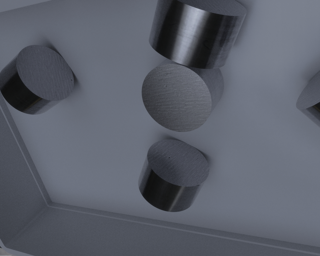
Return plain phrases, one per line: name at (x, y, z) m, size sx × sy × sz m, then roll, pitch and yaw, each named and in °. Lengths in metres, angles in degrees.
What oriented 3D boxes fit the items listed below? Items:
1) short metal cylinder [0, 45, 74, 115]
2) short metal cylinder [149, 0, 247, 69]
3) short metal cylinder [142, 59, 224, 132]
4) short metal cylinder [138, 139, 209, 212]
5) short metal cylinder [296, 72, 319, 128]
short metal cylinder at (-0.166, -0.064, 0.419) m, size 0.050 × 0.080 × 0.080 m, roll -24°, pitch 105°, yaw 36°
short metal cylinder at (0.034, -0.098, 0.294) m, size 0.080 × 0.080 × 0.050 m, roll 26°, pitch 127°, yaw 12°
short metal cylinder at (0.027, -0.042, 0.351) m, size 0.080 × 0.050 × 0.079 m, roll 13°, pitch 124°, yaw 20°
short metal cylinder at (0.017, 0.060, 0.400) m, size 0.080 × 0.080 × 0.050 m, roll 27°, pitch 128°, yaw 10°
short metal cylinder at (0.168, -0.030, 0.266) m, size 0.050 × 0.080 × 0.080 m, roll 41°, pitch 129°, yaw 0°
